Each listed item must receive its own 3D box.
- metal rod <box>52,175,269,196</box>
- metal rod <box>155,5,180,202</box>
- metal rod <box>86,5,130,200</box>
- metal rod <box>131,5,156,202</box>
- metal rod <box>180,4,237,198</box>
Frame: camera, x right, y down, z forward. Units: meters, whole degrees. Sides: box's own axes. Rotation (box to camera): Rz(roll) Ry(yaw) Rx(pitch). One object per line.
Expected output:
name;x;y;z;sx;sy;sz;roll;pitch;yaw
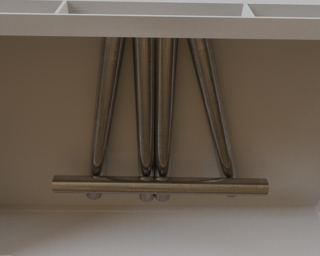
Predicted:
metal rod;0.001;0.082;0.443;0.302;0.025;0.025;1;130;-1
metal rod;0.006;-0.004;0.404;0.025;0.025;0.298;0;130;-1
metal rod;-0.074;-0.006;0.402;0.025;0.025;0.298;9;130;-8
metal rod;-0.019;-0.004;0.404;0.025;0.025;0.298;1;130;-1
metal rod;0.074;-0.009;0.401;0.025;0.025;0.299;-12;129;10
